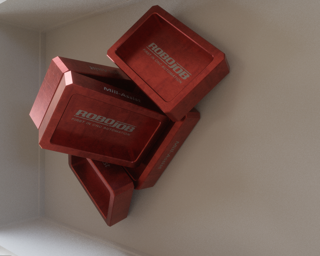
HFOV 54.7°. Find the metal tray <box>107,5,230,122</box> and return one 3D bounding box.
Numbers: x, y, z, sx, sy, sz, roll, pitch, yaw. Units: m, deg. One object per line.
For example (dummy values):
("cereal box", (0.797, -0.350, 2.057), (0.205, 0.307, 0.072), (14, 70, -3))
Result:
("metal tray", (0.006, -0.081, 0.372), (0.090, 0.030, 0.130), (-44, 60, 2))

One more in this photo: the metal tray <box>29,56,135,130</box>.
("metal tray", (-0.090, -0.038, 0.407), (0.030, 0.131, 0.089), (48, 119, 30))

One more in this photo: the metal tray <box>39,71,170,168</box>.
("metal tray", (-0.065, -0.004, 0.372), (0.089, 0.131, 0.030), (-57, 34, 24))

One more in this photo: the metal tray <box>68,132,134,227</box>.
("metal tray", (-0.091, 0.067, 0.451), (0.130, 0.030, 0.089), (47, 142, 29))

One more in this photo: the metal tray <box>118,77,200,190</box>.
("metal tray", (-0.016, 0.006, 0.412), (0.090, 0.030, 0.129), (46, 117, 29))
